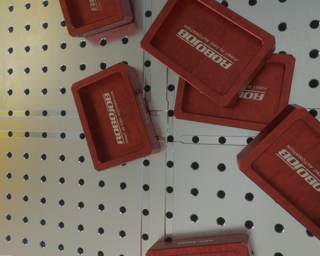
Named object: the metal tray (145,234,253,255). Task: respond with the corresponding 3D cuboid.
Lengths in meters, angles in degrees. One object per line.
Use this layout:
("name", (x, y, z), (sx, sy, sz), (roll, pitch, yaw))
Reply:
("metal tray", (0.054, 0.189, 0.391), (0.130, 0.030, 0.090), (-13, 86, 19))

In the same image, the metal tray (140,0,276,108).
("metal tray", (0.053, -0.095, 0.359), (0.130, 0.030, 0.090), (39, 102, 16))

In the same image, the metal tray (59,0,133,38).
("metal tray", (-0.099, -0.201, 0.427), (0.090, 0.030, 0.129), (-11, 100, 21))

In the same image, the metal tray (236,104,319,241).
("metal tray", (0.160, 0.049, 0.334), (0.130, 0.030, 0.090), (42, 104, -2))

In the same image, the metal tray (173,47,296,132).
("metal tray", (0.088, -0.047, 0.378), (0.130, 0.030, 0.090), (9, 93, 19))

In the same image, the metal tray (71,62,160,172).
("metal tray", (-0.063, -0.014, 0.432), (0.090, 0.030, 0.129), (-20, 83, 19))
